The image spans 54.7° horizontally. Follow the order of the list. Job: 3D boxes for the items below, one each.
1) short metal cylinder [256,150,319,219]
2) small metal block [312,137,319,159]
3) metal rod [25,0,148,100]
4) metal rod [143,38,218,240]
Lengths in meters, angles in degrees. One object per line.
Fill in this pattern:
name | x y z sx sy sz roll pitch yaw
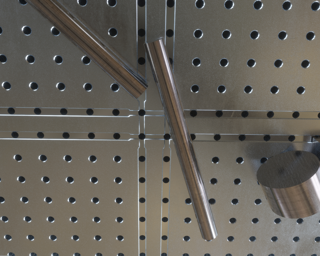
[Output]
short metal cylinder | 0.178 0.074 0.414 0.080 0.080 0.050 -25 108 8
small metal block | 0.242 0.039 0.431 0.050 0.025 0.050 -5 110 1
metal rod | -0.132 -0.142 0.358 0.300 0.025 0.025 42 105 -14
metal rod | 0.034 0.029 0.424 0.025 0.025 0.298 -16 110 5
